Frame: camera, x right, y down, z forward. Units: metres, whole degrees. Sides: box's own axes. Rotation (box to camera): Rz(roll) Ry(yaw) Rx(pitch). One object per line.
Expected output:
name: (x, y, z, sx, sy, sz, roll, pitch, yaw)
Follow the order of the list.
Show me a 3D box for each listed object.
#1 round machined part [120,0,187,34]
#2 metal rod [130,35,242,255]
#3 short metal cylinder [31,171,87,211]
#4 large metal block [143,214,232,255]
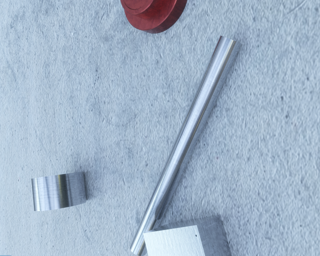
round machined part: (-0.015, -0.177, 0.404, 0.098, 0.042, 0.097, 0, 90, 39)
metal rod: (0.024, 0.035, 0.383, 0.025, 0.025, 0.298, 34, 111, 34)
short metal cylinder: (-0.162, 0.101, 0.500, 0.080, 0.081, 0.050, -13, 82, 39)
large metal block: (0.035, 0.151, 0.358, 0.080, 0.050, 0.080, -23, 76, 37)
